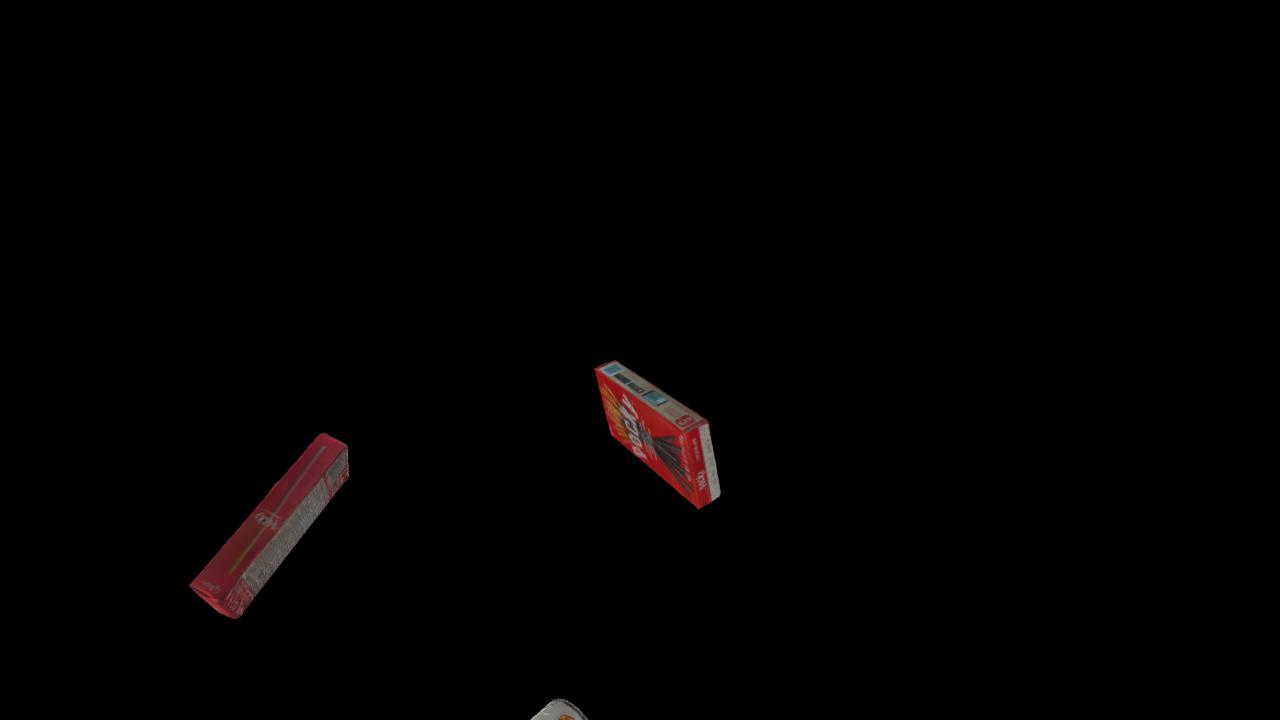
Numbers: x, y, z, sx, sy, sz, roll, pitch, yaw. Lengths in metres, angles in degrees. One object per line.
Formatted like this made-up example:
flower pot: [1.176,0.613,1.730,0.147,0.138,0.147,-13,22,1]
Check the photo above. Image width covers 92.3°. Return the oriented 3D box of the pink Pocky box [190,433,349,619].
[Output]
pink Pocky box: [-0.320,0.145,0.547,0.029,0.155,0.084,29,-37,-4]

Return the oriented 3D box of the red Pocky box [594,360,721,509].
red Pocky box: [0.012,0.063,0.557,0.028,0.083,0.155,-26,31,-22]

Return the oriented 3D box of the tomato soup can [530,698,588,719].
tomato soup can: [-0.092,0.354,0.533,0.068,0.068,0.101,0,14,39]
